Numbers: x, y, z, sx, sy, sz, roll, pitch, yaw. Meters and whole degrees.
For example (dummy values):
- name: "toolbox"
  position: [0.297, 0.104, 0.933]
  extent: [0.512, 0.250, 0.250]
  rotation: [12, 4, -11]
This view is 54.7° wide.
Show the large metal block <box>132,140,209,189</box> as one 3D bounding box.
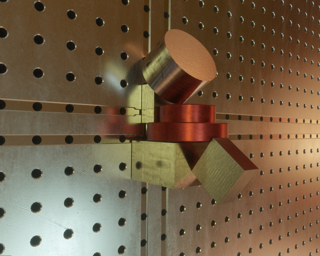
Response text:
- name: "large metal block"
  position: [0.021, 0.042, 0.392]
  extent: [0.081, 0.080, 0.050]
  rotation: [1, 90, -40]

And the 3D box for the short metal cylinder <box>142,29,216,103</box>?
- name: "short metal cylinder"
  position: [0.024, -0.077, 0.393]
  extent: [0.080, 0.050, 0.080]
  rotation: [23, 47, -27]

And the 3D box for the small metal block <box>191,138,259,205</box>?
- name: "small metal block"
  position: [0.068, 0.046, 0.334]
  extent: [0.025, 0.050, 0.050]
  rotation: [2, 127, -41]

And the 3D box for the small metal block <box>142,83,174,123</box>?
- name: "small metal block"
  position: [0.004, -0.031, 0.413]
  extent: [0.050, 0.025, 0.050]
  rotation: [1, 90, -40]

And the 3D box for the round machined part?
- name: "round machined part"
  position: [0.034, -0.006, 0.378]
  extent: [0.099, 0.098, 0.042]
  rotation: [1, 90, -40]
